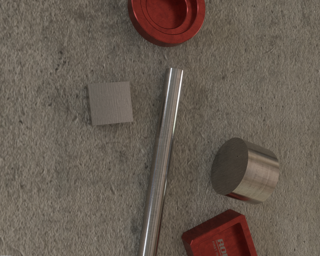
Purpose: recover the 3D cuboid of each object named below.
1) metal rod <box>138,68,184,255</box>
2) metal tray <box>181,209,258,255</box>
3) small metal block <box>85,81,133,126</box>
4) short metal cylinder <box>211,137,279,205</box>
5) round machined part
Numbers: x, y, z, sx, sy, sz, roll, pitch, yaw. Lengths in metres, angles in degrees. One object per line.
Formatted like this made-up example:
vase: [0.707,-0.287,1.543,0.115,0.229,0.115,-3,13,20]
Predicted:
metal rod: [-0.002,0.070,0.408,0.025,0.025,0.298,10,87,-20]
metal tray: [0.094,0.194,0.441,0.091,0.030,0.129,-21,97,-19]
small metal block: [-0.063,-0.030,0.386,0.050,0.025,0.050,-7,92,-20]
short metal cylinder: [0.114,0.058,0.422,0.050,0.080,0.080,21,83,-19]
round machined part: [0.006,-0.154,0.402,0.099,0.042,0.097,0,90,-20]
